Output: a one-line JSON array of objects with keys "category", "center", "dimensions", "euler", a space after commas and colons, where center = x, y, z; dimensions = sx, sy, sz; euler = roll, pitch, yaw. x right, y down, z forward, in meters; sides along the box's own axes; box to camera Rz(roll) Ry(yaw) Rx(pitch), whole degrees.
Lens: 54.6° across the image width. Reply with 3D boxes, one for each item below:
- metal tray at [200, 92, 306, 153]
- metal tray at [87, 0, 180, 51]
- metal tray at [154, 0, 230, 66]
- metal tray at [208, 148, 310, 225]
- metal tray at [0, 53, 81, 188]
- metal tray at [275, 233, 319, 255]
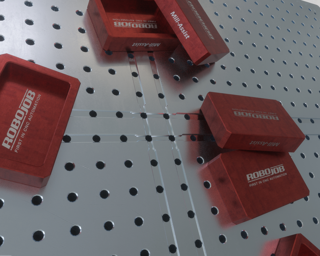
[{"category": "metal tray", "center": [0.135, -0.009, 0.457], "dimensions": [0.131, 0.030, 0.090], "euler": [4, 41, -20]}, {"category": "metal tray", "center": [-0.037, -0.165, 0.485], "dimensions": [0.131, 0.030, 0.090], "euler": [-10, 67, -32]}, {"category": "metal tray", "center": [0.054, -0.168, 0.509], "dimensions": [0.091, 0.030, 0.130], "euler": [-25, 83, -54]}, {"category": "metal tray", "center": [0.141, 0.071, 0.436], "dimensions": [0.131, 0.030, 0.090], "euler": [-9, 66, -32]}, {"category": "metal tray", "center": [-0.147, -0.011, 0.332], "dimensions": [0.091, 0.030, 0.130], "euler": [19, 54, -17]}, {"category": "metal tray", "center": [0.198, 0.208, 0.383], "dimensions": [0.130, 0.030, 0.090], "euler": [41, 51, 0]}]
